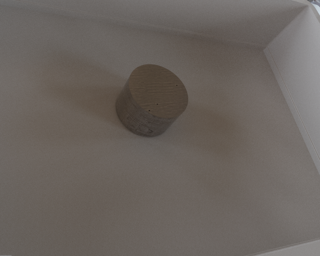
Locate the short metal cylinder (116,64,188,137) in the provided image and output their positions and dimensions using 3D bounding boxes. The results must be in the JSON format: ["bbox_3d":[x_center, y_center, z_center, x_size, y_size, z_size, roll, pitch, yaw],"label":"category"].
[{"bbox_3d":[-0.011,-0.035,0.402,0.081,0.050,0.080,13,56,-21],"label":"short metal cylinder"}]
